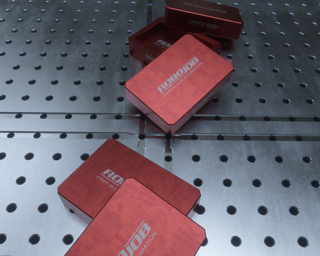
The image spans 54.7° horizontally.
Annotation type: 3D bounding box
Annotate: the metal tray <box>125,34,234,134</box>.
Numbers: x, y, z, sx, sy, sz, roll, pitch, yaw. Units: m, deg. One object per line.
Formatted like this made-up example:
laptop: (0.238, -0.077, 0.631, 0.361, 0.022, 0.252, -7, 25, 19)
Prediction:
metal tray: (0.027, -0.065, 0.434, 0.090, 0.030, 0.130, 41, 71, 17)

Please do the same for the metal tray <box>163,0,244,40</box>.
metal tray: (0.075, -0.198, 0.546, 0.131, 0.030, 0.090, 11, 37, -3)

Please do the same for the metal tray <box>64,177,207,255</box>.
metal tray: (-0.031, 0.121, 0.274, 0.090, 0.030, 0.130, 34, 70, 13)

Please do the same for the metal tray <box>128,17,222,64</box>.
metal tray: (0.024, -0.132, 0.515, 0.130, 0.030, 0.090, 33, 57, 24)

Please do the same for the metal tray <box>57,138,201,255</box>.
metal tray: (-0.033, 0.076, 0.340, 0.130, 0.030, 0.090, 29, 55, 21)
